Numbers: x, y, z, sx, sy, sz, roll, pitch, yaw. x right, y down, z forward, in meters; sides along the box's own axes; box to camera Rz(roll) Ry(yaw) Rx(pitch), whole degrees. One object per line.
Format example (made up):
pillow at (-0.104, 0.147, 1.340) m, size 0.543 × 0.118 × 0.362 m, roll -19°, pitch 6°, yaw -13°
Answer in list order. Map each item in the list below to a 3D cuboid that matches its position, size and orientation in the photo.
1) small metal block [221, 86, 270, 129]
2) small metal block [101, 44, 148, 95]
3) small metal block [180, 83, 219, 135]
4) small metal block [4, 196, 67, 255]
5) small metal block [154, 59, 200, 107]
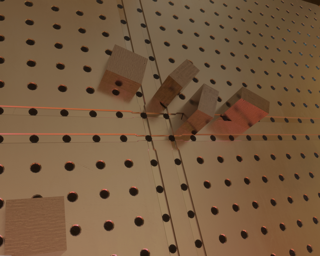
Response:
small metal block at (0.132, -0.030, 0.481) m, size 0.050 × 0.050 × 0.025 m, roll 27°, pitch 53°, yaw -11°
small metal block at (-0.049, -0.081, 0.431) m, size 0.050 × 0.025 × 0.050 m, roll 21°, pitch 54°, yaw -16°
small metal block at (0.055, -0.026, 0.437) m, size 0.025 × 0.050 × 0.050 m, roll 27°, pitch 52°, yaw -12°
small metal block at (-0.116, 0.093, 0.289) m, size 0.050 × 0.025 × 0.050 m, roll 2°, pitch 61°, yaw -27°
small metal block at (0.024, -0.064, 0.443) m, size 0.025 × 0.050 × 0.050 m, roll 42°, pitch 51°, yaw 1°
